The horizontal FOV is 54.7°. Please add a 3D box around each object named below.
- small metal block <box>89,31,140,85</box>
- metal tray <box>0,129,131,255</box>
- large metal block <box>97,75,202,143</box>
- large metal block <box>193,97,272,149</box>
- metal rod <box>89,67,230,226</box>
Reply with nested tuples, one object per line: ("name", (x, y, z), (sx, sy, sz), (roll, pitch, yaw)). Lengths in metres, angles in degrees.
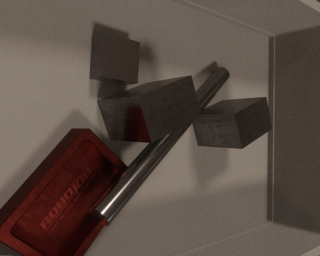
("small metal block", (-0.053, -0.080, 0.364), (0.050, 0.025, 0.050), (5, 87, -40))
("metal tray", (-0.094, 0.075, 0.325), (0.090, 0.030, 0.130), (50, 60, -28))
("large metal block", (-0.012, -0.023, 0.362), (0.081, 0.080, 0.050), (-27, 107, -37))
("large metal block", (0.107, -0.009, 0.463), (0.081, 0.080, 0.050), (-25, 106, -38))
("metal rod", (0.019, 0.001, 0.399), (0.301, 0.025, 0.025), (-48, 119, -38))
